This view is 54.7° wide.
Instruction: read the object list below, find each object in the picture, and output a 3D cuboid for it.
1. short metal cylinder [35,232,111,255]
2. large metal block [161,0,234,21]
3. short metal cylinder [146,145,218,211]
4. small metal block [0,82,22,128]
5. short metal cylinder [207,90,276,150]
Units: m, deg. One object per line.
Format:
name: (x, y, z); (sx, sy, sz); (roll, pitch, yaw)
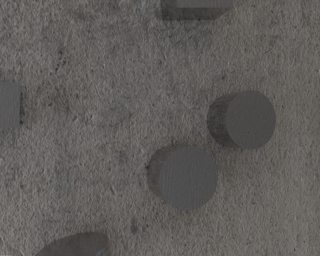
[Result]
short metal cylinder: (-0.093, 0.158, 0.346); (0.081, 0.080, 0.050); (-11, 94, -20)
large metal block: (0.045, -0.192, 0.412); (0.081, 0.050, 0.080); (-8, 93, -20)
short metal cylinder: (0.028, 0.062, 0.407); (0.081, 0.050, 0.080); (0, 90, -20)
small metal block: (-0.182, -0.025, 0.342); (0.050, 0.025, 0.050); (1, 90, -20)
short metal cylinder: (0.114, -0.011, 0.438); (0.081, 0.050, 0.080); (0, 90, -20)
